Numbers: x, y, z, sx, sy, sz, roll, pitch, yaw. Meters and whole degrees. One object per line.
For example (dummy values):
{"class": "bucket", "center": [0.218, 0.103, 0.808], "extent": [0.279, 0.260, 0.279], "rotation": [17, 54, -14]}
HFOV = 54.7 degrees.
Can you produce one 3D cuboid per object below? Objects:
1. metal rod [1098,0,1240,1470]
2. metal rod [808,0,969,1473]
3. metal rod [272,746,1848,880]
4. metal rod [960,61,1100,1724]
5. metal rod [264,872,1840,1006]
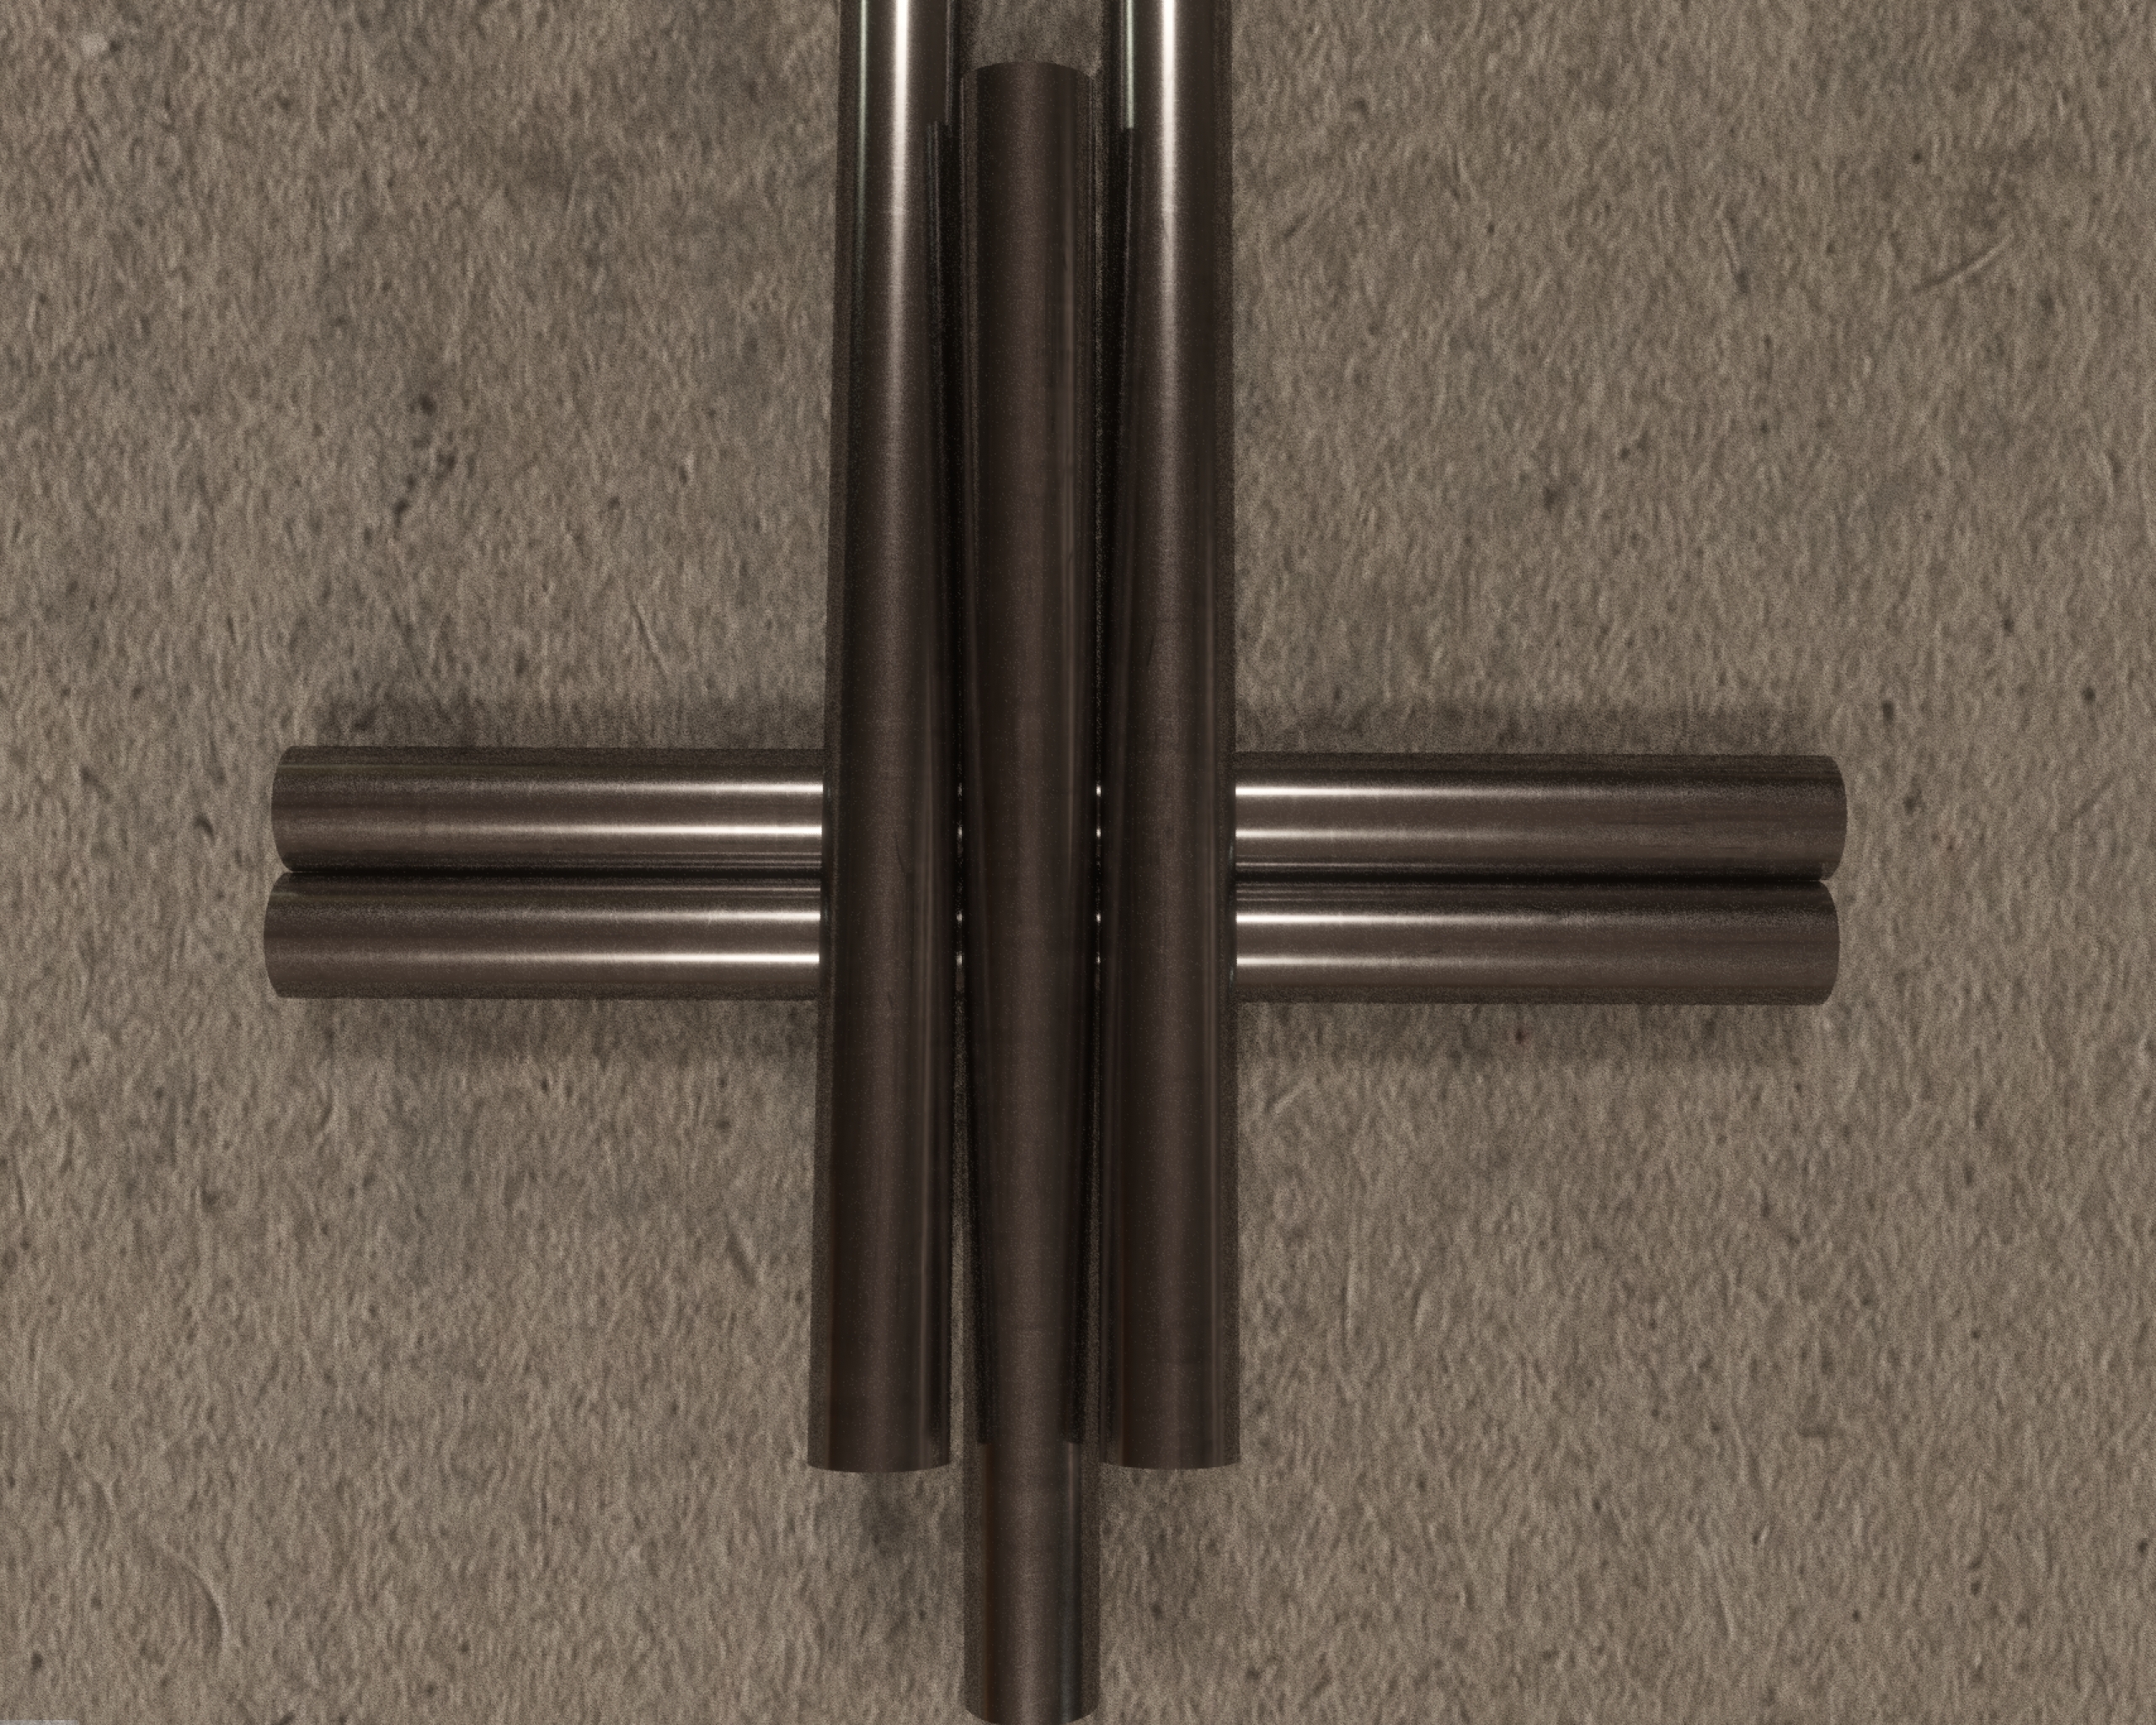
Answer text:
{"class": "metal rod", "center": [0.017, -0.042, 0.390], "extent": [0.025, 0.025, 0.298], "rotation": [0, 82, -1]}
{"class": "metal rod", "center": [-0.034, -0.042, 0.390], "extent": [0.025, 0.025, 0.298], "rotation": [0, 82, -1]}
{"class": "metal rod", "center": [-0.003, -0.010, 0.412], "extent": [0.302, 0.025, 0.025], "rotation": [0, 90, -1]}
{"class": "metal rod", "center": [-0.009, 0.005, 0.385], "extent": [0.025, 0.025, 0.298], "rotation": [0, 90, -1]}
{"class": "metal rod", "center": [-0.004, 0.015, 0.412], "extent": [0.302, 0.025, 0.025], "rotation": [0, 90, -1]}
